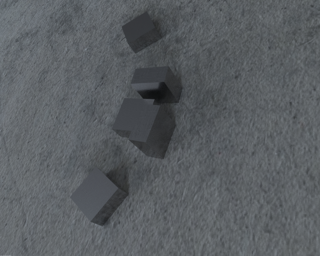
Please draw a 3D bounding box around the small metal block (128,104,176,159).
[{"bbox_3d":[-0.008,0.005,0.388,0.025,0.050,0.050,7,65,31],"label":"small metal block"}]

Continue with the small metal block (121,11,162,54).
[{"bbox_3d":[-0.031,-0.160,0.517,0.050,0.025,0.050,-28,52,10],"label":"small metal block"}]

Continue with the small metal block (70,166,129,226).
[{"bbox_3d":[-0.077,0.085,0.390,0.050,0.025,0.050,34,80,38],"label":"small metal block"}]

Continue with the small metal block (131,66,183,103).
[{"bbox_3d":[-0.003,-0.058,0.424,0.050,0.050,0.025,1,63,28],"label":"small metal block"}]

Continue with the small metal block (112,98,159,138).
[{"bbox_3d":[-0.031,-0.013,0.427,0.050,0.025,0.050,5,64,30],"label":"small metal block"}]
